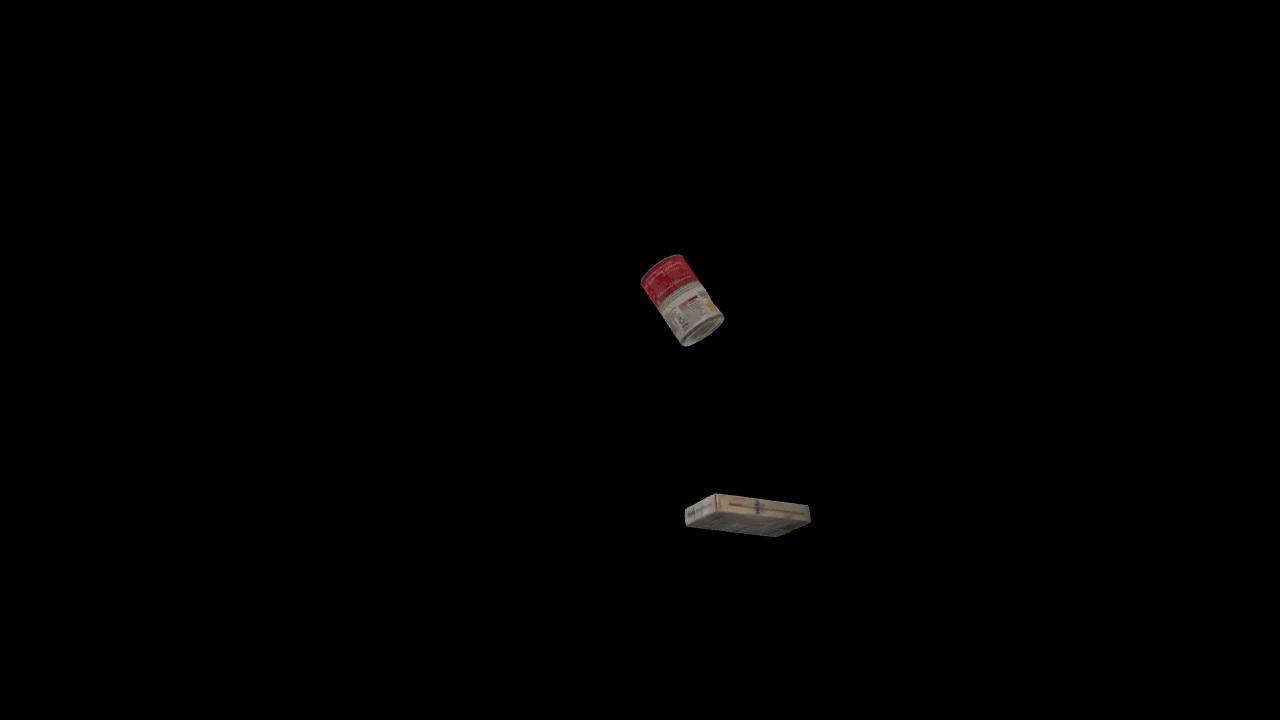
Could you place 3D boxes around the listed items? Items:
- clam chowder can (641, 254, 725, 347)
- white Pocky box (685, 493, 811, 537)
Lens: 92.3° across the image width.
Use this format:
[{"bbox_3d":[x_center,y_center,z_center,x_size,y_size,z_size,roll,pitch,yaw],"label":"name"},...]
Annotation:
[{"bbox_3d":[0.055,-0.077,0.800,0.068,0.102,0.068,-30,-15,-9],"label":"clam chowder can"},{"bbox_3d":[0.148,0.215,0.845,0.154,0.028,0.084,13,-32,-22],"label":"white Pocky box"}]
